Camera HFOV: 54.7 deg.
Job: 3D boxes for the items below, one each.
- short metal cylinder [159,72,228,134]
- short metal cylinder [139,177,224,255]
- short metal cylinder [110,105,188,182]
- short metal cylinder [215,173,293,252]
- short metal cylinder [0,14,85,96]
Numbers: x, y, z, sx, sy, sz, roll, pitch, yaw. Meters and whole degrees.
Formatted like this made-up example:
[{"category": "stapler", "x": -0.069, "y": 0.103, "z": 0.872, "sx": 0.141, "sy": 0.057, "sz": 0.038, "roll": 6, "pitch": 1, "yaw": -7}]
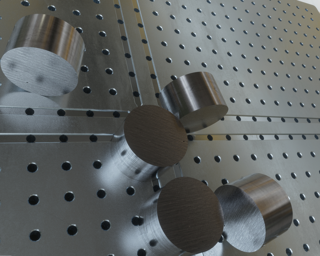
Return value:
[{"category": "short metal cylinder", "x": 0.045, "y": -0.032, "z": 0.418, "sx": 0.081, "sy": 0.080, "sz": 0.050, "roll": -7, "pitch": 65, "yaw": -32}, {"category": "short metal cylinder", "x": 0.023, "y": 0.101, "z": 0.345, "sx": 0.081, "sy": 0.050, "sz": 0.080, "roll": 14, "pitch": 56, "yaw": -21}, {"category": "short metal cylinder", "x": -0.014, "y": 0.019, "z": 0.375, "sx": 0.081, "sy": 0.050, "sz": 0.080, "roll": 14, "pitch": 56, "yaw": -21}, {"category": "short metal cylinder", "x": 0.109, "y": 0.100, "z": 0.373, "sx": 0.050, "sy": 0.080, "sz": 0.080, "roll": -13, "pitch": 69, "yaw": -34}, {"category": "short metal cylinder", "x": -0.130, "y": -0.080, "z": 0.352, "sx": 0.081, "sy": 0.080, "sz": 0.050, "roll": 15, "pitch": 56, "yaw": -21}]
